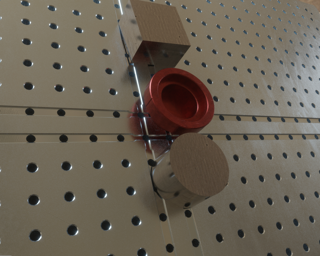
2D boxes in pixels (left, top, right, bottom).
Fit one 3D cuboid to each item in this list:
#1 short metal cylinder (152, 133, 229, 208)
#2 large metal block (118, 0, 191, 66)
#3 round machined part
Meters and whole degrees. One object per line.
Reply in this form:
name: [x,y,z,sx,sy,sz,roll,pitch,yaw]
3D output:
short metal cylinder: [0.037,0.052,0.382,0.081,0.050,0.080,14,56,-21]
large metal block: [-0.010,-0.145,0.477,0.081,0.050,0.080,-3,63,-30]
round machined part: [0.023,-0.032,0.431,0.099,0.042,0.098,14,56,-21]
